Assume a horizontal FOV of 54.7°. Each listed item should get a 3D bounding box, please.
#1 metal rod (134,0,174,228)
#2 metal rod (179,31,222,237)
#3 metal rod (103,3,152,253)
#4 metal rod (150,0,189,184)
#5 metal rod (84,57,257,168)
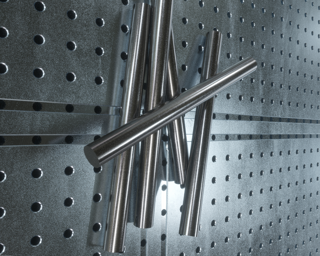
[{"bbox_3d":[-0.007,-0.025,0.389,0.025,0.025,0.298,4,92,-40],"label":"metal rod"},{"bbox_3d":[0.060,-0.004,0.438,0.025,0.025,0.299,24,68,-38],"label":"metal rod"},{"bbox_3d":[-0.038,-0.005,0.378,0.025,0.025,0.298,11,83,-40],"label":"metal rod"},{"bbox_3d":[0.013,-0.071,0.422,0.025,0.025,0.298,-13,99,-40],"label":"metal rod"},{"bbox_3d":[0.036,-0.035,0.393,0.302,0.025,0.025,-32,110,-36],"label":"metal rod"}]
